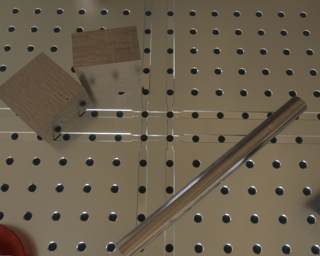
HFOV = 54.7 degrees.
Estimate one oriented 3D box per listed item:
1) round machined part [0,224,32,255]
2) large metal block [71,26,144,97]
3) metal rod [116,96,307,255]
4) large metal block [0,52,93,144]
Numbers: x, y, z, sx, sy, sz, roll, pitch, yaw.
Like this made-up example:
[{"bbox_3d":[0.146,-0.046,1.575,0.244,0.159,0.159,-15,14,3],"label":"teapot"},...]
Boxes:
[{"bbox_3d":[-0.199,0.156,0.344,0.099,0.042,0.098,0,70,0],"label":"round machined part"},{"bbox_3d":[-0.066,-0.086,0.413,0.081,0.080,0.050,-8,70,-3],"label":"large metal block"},{"bbox_3d":[0.073,0.055,0.391,0.301,0.025,0.025,-37,74,-13],"label":"metal rod"},{"bbox_3d":[-0.152,-0.039,0.412,0.080,0.050,0.080,40,75,13],"label":"large metal block"}]
